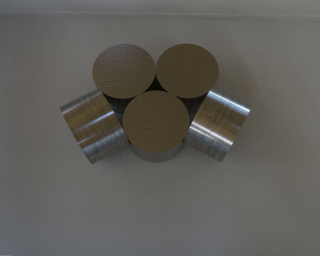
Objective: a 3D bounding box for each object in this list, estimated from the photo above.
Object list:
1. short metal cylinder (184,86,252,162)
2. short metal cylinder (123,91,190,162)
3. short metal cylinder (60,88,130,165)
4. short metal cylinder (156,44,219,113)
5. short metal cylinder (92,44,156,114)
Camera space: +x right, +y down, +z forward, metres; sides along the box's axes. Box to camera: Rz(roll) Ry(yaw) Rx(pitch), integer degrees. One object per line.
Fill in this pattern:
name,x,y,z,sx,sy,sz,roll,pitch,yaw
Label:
short metal cylinder,0.070,-0.005,0.381,0.050,0.080,0.080,28,73,10
short metal cylinder,-0.005,-0.001,0.395,0.081,0.050,0.080,0,70,0
short metal cylinder,-0.079,-0.002,0.379,0.050,0.080,0.080,-29,73,-10
short metal cylinder,0.035,-0.066,0.419,0.081,0.050,0.080,0,70,0
short metal cylinder,-0.046,-0.065,0.418,0.081,0.050,0.080,0,70,0
